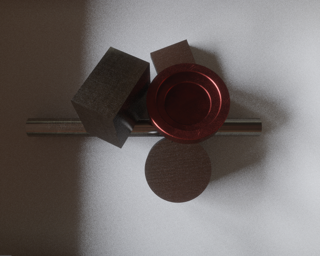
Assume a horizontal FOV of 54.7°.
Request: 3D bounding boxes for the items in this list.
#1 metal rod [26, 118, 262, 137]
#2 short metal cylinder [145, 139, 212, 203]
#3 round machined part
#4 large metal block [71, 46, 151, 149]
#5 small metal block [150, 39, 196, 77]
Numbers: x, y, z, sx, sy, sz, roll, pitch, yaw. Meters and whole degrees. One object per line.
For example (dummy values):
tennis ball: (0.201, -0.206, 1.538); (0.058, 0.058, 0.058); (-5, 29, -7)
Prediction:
metal rod: (-0.020, -0.001, 0.408); (0.302, 0.025, 0.025); (0, 90, -1)
short metal cylinder: (0.022, 0.050, 0.397); (0.081, 0.050, 0.079); (0, 90, -1)
round machined part: (0.033, -0.027, 0.383); (0.099, 0.042, 0.098); (0, 72, 0)
large metal block: (-0.052, -0.033, 0.367); (0.050, 0.080, 0.080); (25, 67, 11)
small metal block: (0.020, -0.082, 0.411); (0.050, 0.025, 0.050); (-21, 90, -1)
